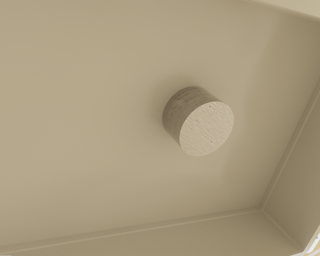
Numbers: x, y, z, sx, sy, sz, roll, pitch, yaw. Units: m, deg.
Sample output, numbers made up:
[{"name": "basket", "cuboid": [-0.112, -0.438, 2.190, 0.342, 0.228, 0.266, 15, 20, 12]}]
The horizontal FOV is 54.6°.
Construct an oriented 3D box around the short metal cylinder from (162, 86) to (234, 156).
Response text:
[{"name": "short metal cylinder", "cuboid": [0.050, -0.009, 0.413, 0.081, 0.050, 0.080, -14, 124, -21]}]
